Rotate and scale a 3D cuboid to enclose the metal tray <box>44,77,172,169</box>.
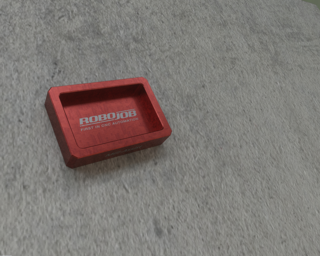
[{"bbox_3d":[-0.060,-0.012,0.376,0.131,0.030,0.090,-13,69,-34],"label":"metal tray"}]
